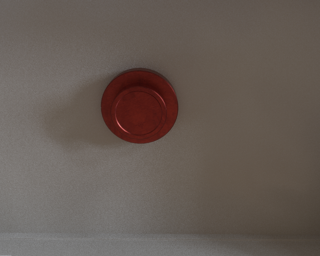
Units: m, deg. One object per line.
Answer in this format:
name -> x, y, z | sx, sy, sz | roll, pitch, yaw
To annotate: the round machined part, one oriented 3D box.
round machined part -> -0.026, -0.024, 0.393 | 0.099, 0.042, 0.097 | 0, 110, -1
